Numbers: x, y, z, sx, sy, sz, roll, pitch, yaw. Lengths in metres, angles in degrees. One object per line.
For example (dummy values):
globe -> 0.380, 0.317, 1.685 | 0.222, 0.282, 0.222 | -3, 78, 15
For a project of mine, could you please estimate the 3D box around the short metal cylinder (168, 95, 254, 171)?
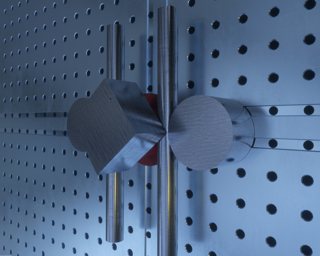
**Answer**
short metal cylinder -> 0.056, 0.005, 0.346 | 0.080, 0.050, 0.080 | 0, 90, 40

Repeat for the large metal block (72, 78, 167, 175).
large metal block -> -0.051, -0.001, 0.374 | 0.080, 0.050, 0.080 | -46, 63, 30

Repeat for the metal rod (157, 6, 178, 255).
metal rod -> 0.009, 0.006, 0.375 | 0.025, 0.025, 0.298 | 0, 90, 40

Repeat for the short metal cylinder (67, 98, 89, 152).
short metal cylinder -> -0.097, -0.005, 0.474 | 0.080, 0.050, 0.080 | 0, 90, 40

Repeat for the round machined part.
round machined part -> -0.018, 0.002, 0.414 | 0.098, 0.042, 0.097 | 0, 90, 40

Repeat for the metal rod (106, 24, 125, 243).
metal rod -> -0.063, 0.007, 0.434 | 0.025, 0.025, 0.298 | 1, 90, 40
